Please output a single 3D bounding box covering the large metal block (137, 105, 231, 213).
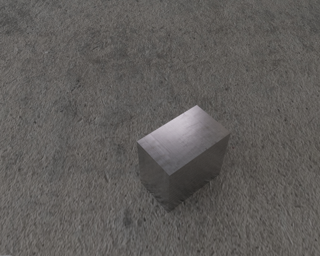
[{"bbox_3d":[0.024,0.034,0.339,0.080,0.080,0.050,-32,57,-24],"label":"large metal block"}]
